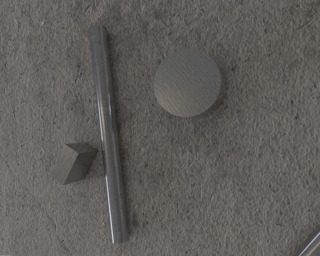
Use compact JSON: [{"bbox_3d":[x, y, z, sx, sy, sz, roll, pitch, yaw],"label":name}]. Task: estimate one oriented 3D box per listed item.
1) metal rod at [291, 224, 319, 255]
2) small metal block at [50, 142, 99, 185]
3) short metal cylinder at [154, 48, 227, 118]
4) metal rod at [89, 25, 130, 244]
[{"bbox_3d":[0.158,0.158,0.353,0.025,0.025,0.299,38,102,16],"label":"metal rod"},{"bbox_3d":[-0.120,0.049,0.438,0.025,0.050,0.050,30,100,17],"label":"small metal block"},{"bbox_3d":[0.039,-0.052,0.382,0.080,0.050,0.079,0,90,20],"label":"short metal cylinder"},{"bbox_3d":[-0.071,0.007,0.434,0.025,0.025,0.298,-7,88,20],"label":"metal rod"}]
